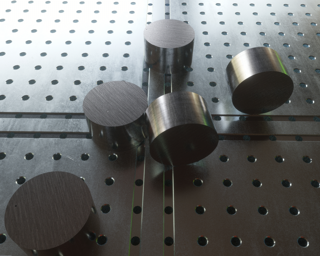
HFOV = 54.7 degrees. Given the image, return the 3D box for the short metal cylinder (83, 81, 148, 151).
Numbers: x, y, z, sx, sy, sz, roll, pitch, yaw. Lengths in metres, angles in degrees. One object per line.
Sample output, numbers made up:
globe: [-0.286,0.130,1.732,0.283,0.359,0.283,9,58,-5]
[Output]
short metal cylinder: [-0.055,-0.016,0.404,0.081,0.050,0.080,0,50,0]

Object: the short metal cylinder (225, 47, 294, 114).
short metal cylinder: [0.135,-0.064,0.427,0.081,0.080,0.050,-2,50,-2]

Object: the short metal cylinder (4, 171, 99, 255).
short metal cylinder: [-0.106,0.091,0.313,0.081,0.050,0.080,0,50,0]

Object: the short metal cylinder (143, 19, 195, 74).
short metal cylinder: [0.014,-0.133,0.503,0.081,0.050,0.080,0,50,0]

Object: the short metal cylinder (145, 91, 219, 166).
short metal cylinder: [0.024,0.002,0.370,0.081,0.080,0.050,-7,51,-6]
